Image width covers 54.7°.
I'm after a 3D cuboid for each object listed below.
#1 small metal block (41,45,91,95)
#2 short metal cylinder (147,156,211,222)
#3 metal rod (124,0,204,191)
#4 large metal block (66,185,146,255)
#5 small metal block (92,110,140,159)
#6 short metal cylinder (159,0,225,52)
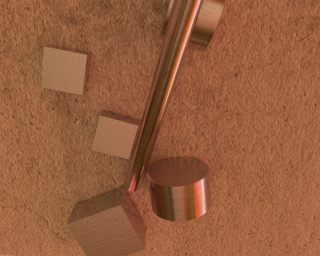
[{"bbox_3d":[-0.115,-0.072,0.382,0.050,0.025,0.050,10,110,-4],"label":"small metal block"},{"bbox_3d":[0.026,0.078,0.409,0.080,0.080,0.050,-6,110,2],"label":"short metal cylinder"},{"bbox_3d":[-0.002,-0.030,0.348,0.025,0.025,0.298,14,129,-5],"label":"metal rod"},{"bbox_3d":[-0.073,0.141,0.448,0.080,0.050,0.080,-22,109,7],"label":"large metal block"},{"bbox_3d":[-0.059,0.009,0.412,0.050,0.025,0.050,15,109,-6],"label":"small metal block"},{"bbox_3d":[0.034,-0.128,0.334,0.050,0.080,0.079,16,109,-6],"label":"short metal cylinder"}]
